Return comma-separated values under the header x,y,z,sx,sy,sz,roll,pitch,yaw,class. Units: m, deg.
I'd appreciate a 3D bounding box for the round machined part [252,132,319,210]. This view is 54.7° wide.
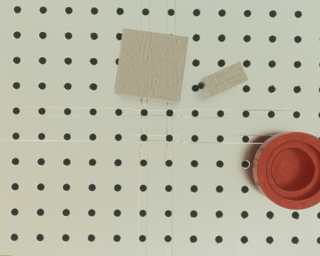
x,y,z,sx,sy,sz,roll,pitch,yaw,class
0.170,0.053,0.406,0.099,0.042,0.097,0,90,0,round machined part

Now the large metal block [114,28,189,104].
x,y,z,sx,sy,sz,roll,pitch,yaw,class
-0.010,-0.077,0.401,0.080,0.050,0.080,8,90,0,large metal block

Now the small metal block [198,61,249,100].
x,y,z,sx,sy,sz,roll,pitch,yaw,class
0.080,-0.060,0.401,0.050,0.050,0.025,-24,90,0,small metal block
